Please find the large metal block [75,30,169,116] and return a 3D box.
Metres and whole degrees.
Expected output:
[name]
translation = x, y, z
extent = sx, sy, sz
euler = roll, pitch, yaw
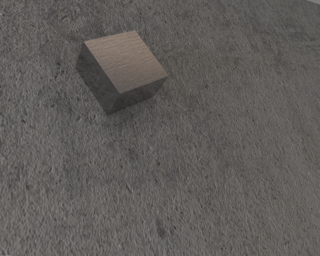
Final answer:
[large metal block]
translation = -0.050, -0.074, 0.405
extent = 0.081, 0.050, 0.080
euler = -27, 76, -37
